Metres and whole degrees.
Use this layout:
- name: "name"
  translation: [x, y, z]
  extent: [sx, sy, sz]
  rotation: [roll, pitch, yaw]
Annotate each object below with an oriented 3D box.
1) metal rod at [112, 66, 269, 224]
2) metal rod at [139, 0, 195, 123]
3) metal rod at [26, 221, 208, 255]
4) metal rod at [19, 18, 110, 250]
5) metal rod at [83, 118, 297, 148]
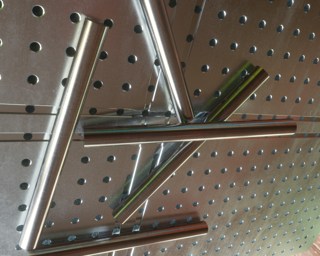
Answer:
- name: "metal rod"
  translation: [0.042, 0.026, 0.452]
  extent: [0.300, 0.025, 0.025]
  rotation: [-46, 130, 3]
- name: "metal rod"
  translation: [-0.006, -0.126, 0.331]
  extent: [0.025, 0.025, 0.299]
  rotation: [-29, 129, -11]
- name: "metal rod"
  translation: [-0.050, 0.180, 0.496]
  extent: [0.303, 0.025, 0.025]
  rotation: [2, 118, -30]
- name: "metal rod"
  translation: [-0.118, 0.023, 0.361]
  extent: [0.025, 0.025, 0.298]
  rotation: [10, 113, -33]
- name: "metal rod"
  translation: [0.052, 0.005, 0.417]
  extent: [0.303, 0.025, 0.025]
  rotation: [-3, 120, -18]
